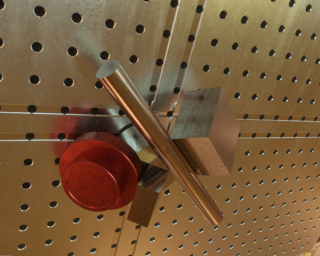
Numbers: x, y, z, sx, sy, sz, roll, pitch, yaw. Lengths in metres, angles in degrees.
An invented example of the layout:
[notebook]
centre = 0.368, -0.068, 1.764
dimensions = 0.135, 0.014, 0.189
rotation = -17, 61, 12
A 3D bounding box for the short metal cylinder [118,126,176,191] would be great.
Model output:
[short metal cylinder]
centre = -0.018, 0.041, 0.406
dimensions = 0.081, 0.050, 0.079
rotation = -14, 124, -21

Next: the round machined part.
[round machined part]
centre = -0.072, 0.057, 0.358
dimensions = 0.098, 0.042, 0.097
rotation = 6, 117, 12

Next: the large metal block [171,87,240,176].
[large metal block]
centre = 0.062, 0.006, 0.400
dimensions = 0.080, 0.050, 0.080
rotation = 55, 43, -39

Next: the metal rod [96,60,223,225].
[metal rod]
centre = 0.018, 0.041, 0.377
dimensions = 0.025, 0.025, 0.300
rotation = -37, 129, -3

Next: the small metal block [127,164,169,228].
[small metal block]
centre = -0.013, 0.078, 0.364
dimensions = 0.025, 0.050, 0.050
rotation = 20, 114, 7
